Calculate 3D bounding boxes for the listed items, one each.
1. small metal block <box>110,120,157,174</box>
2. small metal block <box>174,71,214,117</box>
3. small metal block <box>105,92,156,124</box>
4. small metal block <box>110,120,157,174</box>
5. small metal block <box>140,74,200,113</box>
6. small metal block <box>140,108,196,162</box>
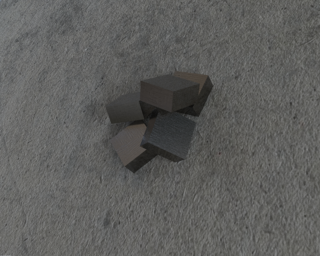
[{"bbox_3d":[-0.030,0.022,0.406,0.050,0.025,0.050,-38,51,2],"label":"small metal block"},{"bbox_3d":[0.036,-0.046,0.414,0.050,0.025,0.050,15,69,33],"label":"small metal block"},{"bbox_3d":[-0.038,-0.030,0.426,0.050,0.025,0.050,-7,21,24],"label":"small metal block"},{"bbox_3d":[-0.030,0.022,0.406,0.050,0.025,0.050,-38,51,2],"label":"small metal block"},{"bbox_3d":[0.012,-0.044,0.375,0.050,0.025,0.050,24,31,36],"label":"small metal block"},{"bbox_3d":[0.010,0.008,0.375,0.025,0.050,0.050,-30,38,61],"label":"small metal block"}]
